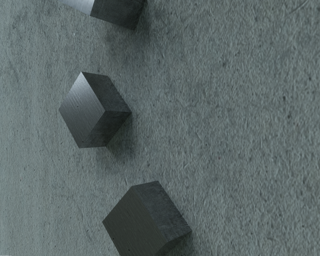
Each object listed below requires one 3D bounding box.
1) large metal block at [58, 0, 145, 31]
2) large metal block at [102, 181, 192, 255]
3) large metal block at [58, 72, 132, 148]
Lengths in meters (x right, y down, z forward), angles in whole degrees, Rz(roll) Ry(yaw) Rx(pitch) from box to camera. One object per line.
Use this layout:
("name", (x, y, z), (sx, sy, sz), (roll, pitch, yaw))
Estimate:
("large metal block", (-0.081, -0.182, 0.436), (0.080, 0.081, 0.050), (35, 112, 34))
("large metal block", (-0.019, 0.128, 0.405), (0.080, 0.050, 0.080), (-52, 60, 27))
("large metal block", (-0.101, -0.026, 0.472), (0.080, 0.050, 0.080), (-50, 61, 28))
